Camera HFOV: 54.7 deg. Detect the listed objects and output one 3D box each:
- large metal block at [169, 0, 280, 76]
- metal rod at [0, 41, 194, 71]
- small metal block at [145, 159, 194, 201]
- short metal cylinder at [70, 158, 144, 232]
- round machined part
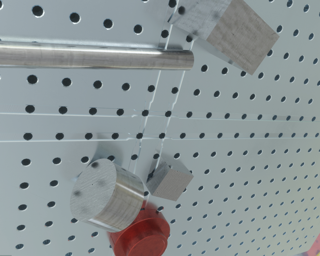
[{"bbox_3d":[0.070,-0.111,0.347,0.080,0.080,0.050,24,105,-37],"label":"large metal block"},{"bbox_3d":[-0.100,-0.072,0.312,0.303,0.025,0.025,-5,121,-27],"label":"metal rod"},{"bbox_3d":[0.015,0.080,0.471,0.050,0.025,0.050,24,105,-37],"label":"small metal block"},{"bbox_3d":[-0.067,0.085,0.393,0.080,0.080,0.050,-47,130,5],"label":"short metal cylinder"},{"bbox_3d":[-0.027,0.183,0.501,0.099,0.042,0.097,-14,125,-21],"label":"round machined part"}]
